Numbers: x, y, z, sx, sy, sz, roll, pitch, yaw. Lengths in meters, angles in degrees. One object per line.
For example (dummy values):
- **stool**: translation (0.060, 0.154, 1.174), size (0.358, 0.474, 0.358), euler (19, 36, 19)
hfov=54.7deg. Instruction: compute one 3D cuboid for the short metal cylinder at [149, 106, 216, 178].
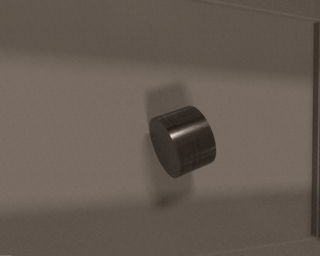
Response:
- **short metal cylinder**: translation (0.027, 0.017, 0.392), size (0.050, 0.080, 0.080), euler (-20, 97, -19)
